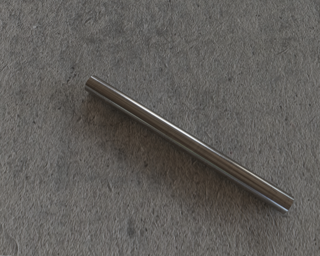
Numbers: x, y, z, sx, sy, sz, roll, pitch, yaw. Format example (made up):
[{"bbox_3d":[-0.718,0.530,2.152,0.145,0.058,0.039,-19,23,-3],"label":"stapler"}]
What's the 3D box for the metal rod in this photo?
[{"bbox_3d":[0.029,0.016,0.402,0.300,0.025,0.025,32,73,11],"label":"metal rod"}]
